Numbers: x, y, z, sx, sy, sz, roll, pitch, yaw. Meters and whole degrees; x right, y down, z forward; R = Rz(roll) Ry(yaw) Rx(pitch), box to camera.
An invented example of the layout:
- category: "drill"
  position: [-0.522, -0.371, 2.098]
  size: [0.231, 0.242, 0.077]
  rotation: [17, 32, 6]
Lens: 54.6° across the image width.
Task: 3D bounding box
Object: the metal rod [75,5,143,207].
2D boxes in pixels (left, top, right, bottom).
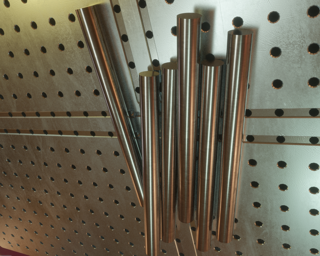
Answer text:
- category: "metal rod"
  position: [-0.055, -0.013, 0.432]
  size: [0.025, 0.025, 0.299]
  rotation: [0, 119, 28]

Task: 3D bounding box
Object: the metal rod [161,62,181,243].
- category: "metal rod"
  position: [0.014, 0.055, 0.437]
  size: [0.025, 0.025, 0.298]
  rotation: [14, 124, 21]

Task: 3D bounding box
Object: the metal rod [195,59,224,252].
- category: "metal rod"
  position: [0.063, 0.057, 0.413]
  size: [0.025, 0.025, 0.298]
  rotation: [11, 123, 22]

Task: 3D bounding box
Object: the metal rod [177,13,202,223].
- category: "metal rod"
  position: [0.035, 0.012, 0.391]
  size: [0.025, 0.025, 0.298]
  rotation: [13, 127, 21]

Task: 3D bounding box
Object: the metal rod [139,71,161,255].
- category: "metal rod"
  position: [-0.012, 0.068, 0.443]
  size: [0.025, 0.025, 0.298]
  rotation: [11, 118, 22]

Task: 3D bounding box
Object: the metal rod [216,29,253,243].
- category: "metal rod"
  position: [0.088, 0.033, 0.385]
  size: [0.025, 0.025, 0.298]
  rotation: [11, 123, 22]
